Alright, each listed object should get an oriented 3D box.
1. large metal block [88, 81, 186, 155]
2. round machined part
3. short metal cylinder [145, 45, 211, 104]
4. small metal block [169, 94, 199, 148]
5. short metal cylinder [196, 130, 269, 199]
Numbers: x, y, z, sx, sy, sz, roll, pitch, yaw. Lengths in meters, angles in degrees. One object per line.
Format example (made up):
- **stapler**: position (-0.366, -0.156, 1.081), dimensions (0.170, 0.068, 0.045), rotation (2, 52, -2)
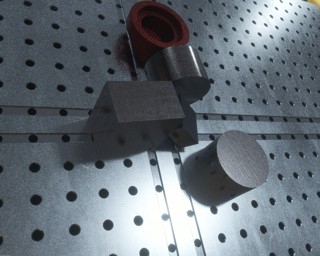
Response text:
- **large metal block**: position (-0.030, -0.012, 0.364), dimensions (0.081, 0.080, 0.050), rotation (-5, 65, -31)
- **round machined part**: position (-0.007, -0.147, 0.483), dimensions (0.099, 0.042, 0.098), rotation (14, 56, -21)
- **short metal cylinder**: position (0.023, -0.068, 0.427), dimensions (0.081, 0.080, 0.050), rotation (-2, 63, -29)
- **small metal block**: position (0.028, -0.008, 0.412), dimensions (0.050, 0.025, 0.050), rotation (43, 38, -50)
- **short metal cylinder**: position (0.096, 0.049, 0.414), dimensions (0.081, 0.050, 0.080), rotation (13, 56, -21)
